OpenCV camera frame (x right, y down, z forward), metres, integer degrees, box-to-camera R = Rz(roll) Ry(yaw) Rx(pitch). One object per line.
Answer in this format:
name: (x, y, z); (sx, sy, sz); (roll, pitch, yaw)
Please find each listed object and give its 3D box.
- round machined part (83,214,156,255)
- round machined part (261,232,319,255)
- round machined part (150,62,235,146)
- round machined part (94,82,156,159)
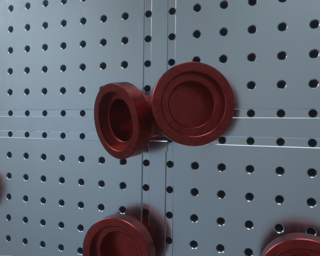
round machined part: (-0.052, 0.166, 0.422); (0.098, 0.042, 0.097); (0, 90, 20)
round machined part: (0.161, 0.166, 0.347); (0.098, 0.042, 0.097); (0, 90, 20)
round machined part: (0.036, -0.028, 0.377); (0.099, 0.042, 0.097); (0, 90, -9)
round machined part: (-0.042, -0.011, 0.405); (0.098, 0.042, 0.097); (14, 109, 46)
